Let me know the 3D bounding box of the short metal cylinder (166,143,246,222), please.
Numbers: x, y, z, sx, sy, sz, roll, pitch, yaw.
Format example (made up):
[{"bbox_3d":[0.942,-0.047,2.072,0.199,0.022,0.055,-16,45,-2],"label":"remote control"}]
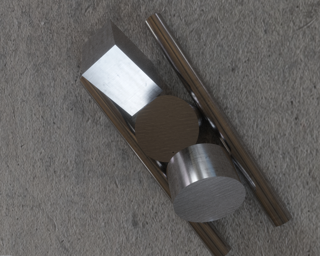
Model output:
[{"bbox_3d":[0.051,0.064,0.356,0.080,0.080,0.050,-33,37,17],"label":"short metal cylinder"}]

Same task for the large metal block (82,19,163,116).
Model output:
[{"bbox_3d":[-0.048,-0.075,0.381,0.050,0.080,0.080,-38,36,16],"label":"large metal block"}]

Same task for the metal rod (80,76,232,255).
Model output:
[{"bbox_3d":[-0.013,0.041,0.414,0.025,0.025,0.300,-42,77,15],"label":"metal rod"}]

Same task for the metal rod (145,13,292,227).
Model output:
[{"bbox_3d":[0.066,-0.018,0.386,0.025,0.025,0.299,-34,79,17],"label":"metal rod"}]

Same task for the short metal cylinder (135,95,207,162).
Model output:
[{"bbox_3d":[0.016,0.001,0.391,0.080,0.050,0.080,0,90,20],"label":"short metal cylinder"}]
